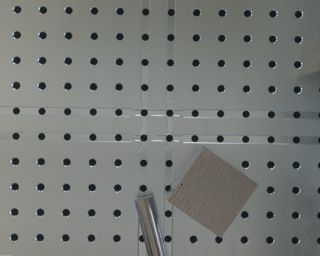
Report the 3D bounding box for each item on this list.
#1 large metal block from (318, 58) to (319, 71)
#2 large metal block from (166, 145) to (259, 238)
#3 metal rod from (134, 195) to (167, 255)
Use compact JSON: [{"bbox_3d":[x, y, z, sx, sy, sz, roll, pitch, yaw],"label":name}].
[{"bbox_3d":[0.261,-0.096,0.388,0.080,0.080,0.050,10,90,0],"label":"large metal block"},{"bbox_3d":[0.064,0.078,0.401,0.080,0.050,0.080,35,90,0],"label":"large metal block"},{"bbox_3d":[0.014,0.239,0.413,0.025,0.025,0.298,-14,90,0],"label":"metal rod"}]
